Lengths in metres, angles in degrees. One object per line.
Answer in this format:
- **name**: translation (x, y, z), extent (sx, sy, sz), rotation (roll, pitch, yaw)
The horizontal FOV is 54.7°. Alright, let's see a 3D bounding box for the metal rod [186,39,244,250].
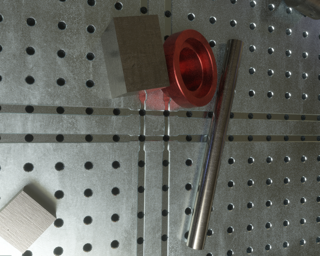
- **metal rod**: translation (0.080, 0.020, 0.443), extent (0.025, 0.025, 0.298), rotation (14, 85, -20)

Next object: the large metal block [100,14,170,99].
- **large metal block**: translation (-0.033, -0.082, 0.372), extent (0.050, 0.080, 0.079), rotation (-11, 94, -20)

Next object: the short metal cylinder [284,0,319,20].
- **short metal cylinder**: translation (0.240, -0.215, 0.474), extent (0.050, 0.080, 0.080), rotation (17, 84, -20)

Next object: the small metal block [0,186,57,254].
- **small metal block**: translation (-0.157, 0.105, 0.355), extent (0.050, 0.025, 0.050), rotation (47, 75, -15)

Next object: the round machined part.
- **round machined part**: translation (0.031, -0.074, 0.402), extent (0.099, 0.042, 0.097), rotation (6, 82, -49)
